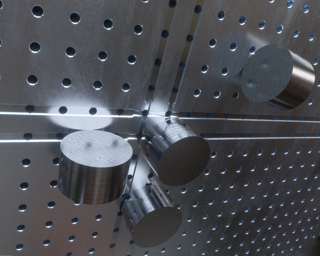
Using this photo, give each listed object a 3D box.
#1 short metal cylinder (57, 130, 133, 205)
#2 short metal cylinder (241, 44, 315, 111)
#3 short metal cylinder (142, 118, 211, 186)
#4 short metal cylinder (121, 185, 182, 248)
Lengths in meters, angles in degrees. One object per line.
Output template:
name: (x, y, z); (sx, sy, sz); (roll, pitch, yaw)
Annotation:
short metal cylinder: (-0.076, 0.043, 0.362); (0.081, 0.080, 0.050); (-2, 119, -28)
short metal cylinder: (0.159, -0.068, 0.423); (0.050, 0.080, 0.080); (14, 111, -34)
short metal cylinder: (0.022, 0.033, 0.430); (0.081, 0.050, 0.079); (-14, 124, -21)
short metal cylinder: (-0.013, 0.134, 0.473); (0.081, 0.050, 0.079); (-14, 125, -21)
